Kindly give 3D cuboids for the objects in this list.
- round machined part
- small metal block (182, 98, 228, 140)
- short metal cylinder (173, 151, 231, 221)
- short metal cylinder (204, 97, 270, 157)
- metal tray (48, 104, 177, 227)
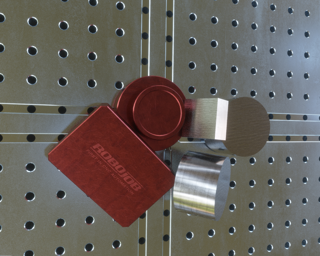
[{"bbox_3d":[-0.007,-0.019,0.397,0.099,0.042,0.097,0,90,-20],"label":"round machined part"},{"bbox_3d":[0.057,-0.011,0.397,0.025,0.050,0.050,8,86,-48],"label":"small metal block"},{"bbox_3d":[0.056,0.072,0.394,0.050,0.080,0.080,8,87,23],"label":"short metal cylinder"},{"bbox_3d":[0.105,-0.002,0.434,0.081,0.050,0.079,0,90,-20],"label":"short metal cylinder"},{"bbox_3d":[-0.054,0.045,0.374,0.090,0.030,0.130,-43,105,1],"label":"metal tray"}]
